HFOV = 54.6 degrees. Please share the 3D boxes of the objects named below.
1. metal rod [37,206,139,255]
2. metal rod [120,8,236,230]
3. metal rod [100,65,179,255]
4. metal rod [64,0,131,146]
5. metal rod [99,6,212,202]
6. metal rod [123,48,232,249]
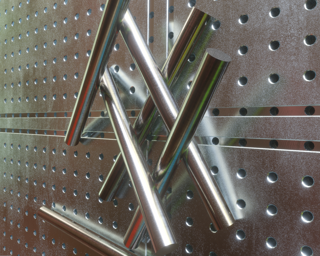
[{"bbox_3d":[-0.109,0.181,0.501,0.300,0.025,0.025,10,96,39],"label":"metal rod"},{"bbox_3d":[0.010,-0.023,0.375,0.025,0.025,0.299,-33,78,35],"label":"metal rod"},{"bbox_3d":[-0.043,0.013,0.397,0.025,0.025,0.300,-50,46,28],"label":"metal rod"},{"bbox_3d":[-0.095,-0.071,0.438,0.025,0.025,0.298,57,138,24],"label":"metal rod"},{"bbox_3d":[-0.016,-0.017,0.423,0.025,0.025,0.298,43,116,31],"label":"metal rod"},{"bbox_3d":[0.006,0.048,0.362,0.025,0.025,0.298,45,130,30],"label":"metal rod"}]
